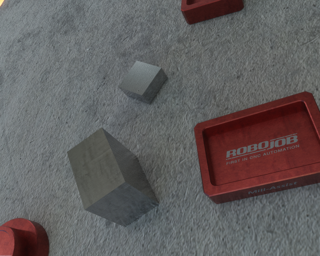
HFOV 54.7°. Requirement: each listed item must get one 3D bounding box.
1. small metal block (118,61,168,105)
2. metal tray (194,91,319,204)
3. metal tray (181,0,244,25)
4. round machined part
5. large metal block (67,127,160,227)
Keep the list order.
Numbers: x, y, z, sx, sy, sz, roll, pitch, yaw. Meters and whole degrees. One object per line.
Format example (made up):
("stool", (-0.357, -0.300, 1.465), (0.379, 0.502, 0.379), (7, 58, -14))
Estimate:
("small metal block", (-0.025, -0.068, 0.459), (0.050, 0.025, 0.050), (24, 74, 36))
("metal tray", (0.107, 0.022, 0.330), (0.130, 0.030, 0.090), (-17, 55, 18))
("metal tray", (0.084, -0.233, 0.499), (0.090, 0.030, 0.130), (-8, 58, 23))
("round machined part", (-0.196, 0.164, 0.395), (0.098, 0.042, 0.098), (-13, 56, 21))
("large metal block", (-0.054, 0.059, 0.361), (0.050, 0.080, 0.080), (-35, 51, 5))
